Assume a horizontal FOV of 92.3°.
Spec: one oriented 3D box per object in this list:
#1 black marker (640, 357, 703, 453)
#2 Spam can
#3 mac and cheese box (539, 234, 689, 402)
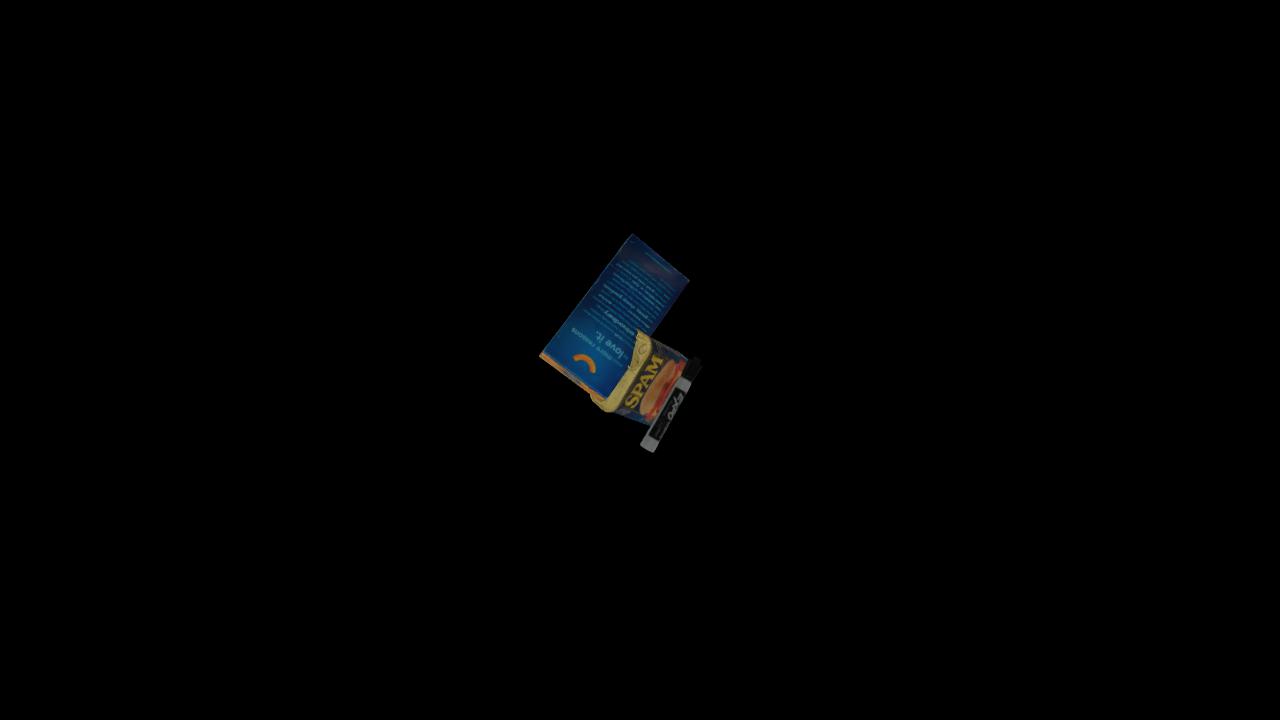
[{"bbox_3d":[0.037,0.050,0.710,0.020,0.121,0.020,30,-1,0],"label":"black marker"},{"bbox_3d":[0.004,0.024,0.739,0.085,0.101,0.058,26,8,-44],"label":"Spam can"},{"bbox_3d":[-0.028,-0.051,0.729,0.093,0.184,0.041,39,-19,-10],"label":"mac and cheese box"}]
